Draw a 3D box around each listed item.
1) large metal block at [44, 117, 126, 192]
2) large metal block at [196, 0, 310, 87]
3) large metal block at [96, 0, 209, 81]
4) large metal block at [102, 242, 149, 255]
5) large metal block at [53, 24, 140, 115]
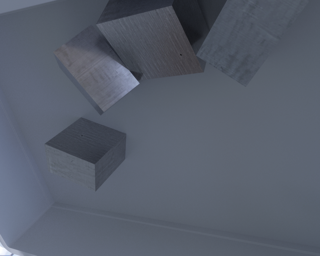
[{"bbox_3d":[-0.105,0.035,0.450,0.080,0.080,0.050,19,126,17],"label":"large metal block"},{"bbox_3d":[0.084,-0.094,0.270,0.050,0.080,0.079,34,129,6],"label":"large metal block"},{"bbox_3d":[-0.002,-0.097,0.313,0.080,0.050,0.080,-2,145,29],"label":"large metal block"},{"bbox_3d":[-0.061,0.272,0.596,0.080,0.050,0.080,-6,115,31],"label":"large metal block"},{"bbox_3d":[-0.075,-0.063,0.367,0.080,0.050,0.080,51,169,-8],"label":"large metal block"}]
